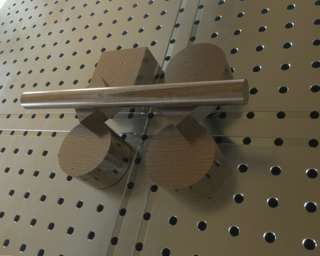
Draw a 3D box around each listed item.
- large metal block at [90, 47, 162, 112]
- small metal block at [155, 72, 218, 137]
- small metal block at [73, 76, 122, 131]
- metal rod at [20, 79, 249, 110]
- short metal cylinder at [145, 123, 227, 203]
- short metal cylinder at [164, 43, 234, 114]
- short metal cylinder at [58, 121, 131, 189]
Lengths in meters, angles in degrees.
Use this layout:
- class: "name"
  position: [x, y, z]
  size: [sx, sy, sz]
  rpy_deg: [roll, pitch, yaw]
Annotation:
- class: "large metal block"
  position: [-0.053, -0.070, 0.463]
  size: [0.080, 0.050, 0.080]
  rpy_deg: [1, 62, 29]
- class: "small metal block"
  position: [0.027, -0.027, 0.347]
  size: [0.050, 0.025, 0.050]
  rpy_deg: [-42, 51, -1]
- class: "small metal block"
  position: [-0.084, -0.032, 0.409]
  size: [0.050, 0.025, 0.050]
  rpy_deg: [-34, 51, 5]
- class: "metal rod"
  position: [-0.052, -0.036, 0.361]
  size: [0.300, 0.025, 0.025]
  rpy_deg: [1, 62, 28]
- class: "short metal cylinder"
  position: [0.031, 0.039, 0.352]
  size: [0.080, 0.050, 0.080]
  rpy_deg: [-13, 56, 21]
- class: "short metal cylinder"
  position: [0.053, -0.063, 0.403]
  size: [0.080, 0.050, 0.080]
  rpy_deg: [-13, 56, 21]
- class: "short metal cylinder"
  position: [-0.087, 0.035, 0.415]
  size: [0.080, 0.050, 0.080]
  rpy_deg: [-13, 56, 21]
